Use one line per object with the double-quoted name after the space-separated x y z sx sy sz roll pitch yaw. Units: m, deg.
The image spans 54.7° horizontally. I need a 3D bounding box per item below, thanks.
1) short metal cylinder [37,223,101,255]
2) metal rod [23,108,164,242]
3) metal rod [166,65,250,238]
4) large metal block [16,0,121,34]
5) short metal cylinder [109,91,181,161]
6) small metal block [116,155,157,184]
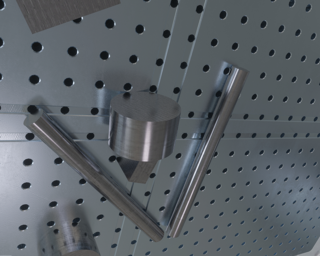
-0.128 0.182 0.438 0.081 0.050 0.079 -14 124 -21 "short metal cylinder"
-0.070 0.084 0.425 0.025 0.025 0.300 -37 129 -3 "metal rod"
0.066 0.050 0.478 0.025 0.025 0.298 5 116 -31 "metal rod"
-0.089 -0.137 0.261 0.080 0.050 0.080 -25 128 -13 "large metal block"
-0.019 -0.004 0.363 0.081 0.080 0.050 -6 121 -25 "short metal cylinder"
-0.028 0.036 0.402 0.025 0.050 0.050 16 110 -35 "small metal block"
